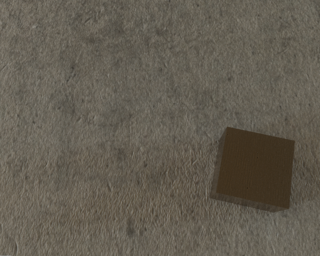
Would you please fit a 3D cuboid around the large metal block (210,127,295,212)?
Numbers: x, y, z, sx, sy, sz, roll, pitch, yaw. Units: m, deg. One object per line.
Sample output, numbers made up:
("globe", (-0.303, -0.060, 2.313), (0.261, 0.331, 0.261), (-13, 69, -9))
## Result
("large metal block", (0.110, 0.052, 0.377), (0.080, 0.050, 0.080), (12, 70, 4))
